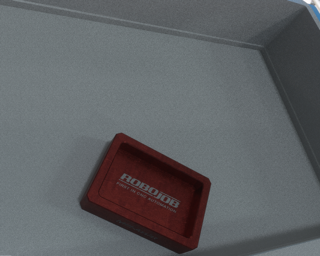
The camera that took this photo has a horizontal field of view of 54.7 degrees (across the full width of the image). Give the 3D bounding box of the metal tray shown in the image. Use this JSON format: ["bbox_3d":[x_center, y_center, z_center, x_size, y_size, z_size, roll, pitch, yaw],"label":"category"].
[{"bbox_3d":[-0.011,0.073,0.352,0.131,0.030,0.090,29,52,-10],"label":"metal tray"}]
